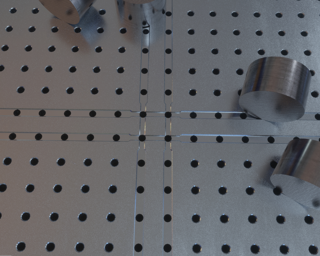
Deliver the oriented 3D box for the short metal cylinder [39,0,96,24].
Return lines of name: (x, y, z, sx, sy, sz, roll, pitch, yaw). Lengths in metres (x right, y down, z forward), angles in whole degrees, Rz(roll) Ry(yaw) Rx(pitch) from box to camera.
short metal cylinder: (-0.138, -0.201, 0.454, 0.080, 0.080, 0.050, 28, 73, 9)

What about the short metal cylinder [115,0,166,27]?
short metal cylinder: (-0.030, -0.204, 0.473, 0.081, 0.050, 0.080, 0, 70, 0)

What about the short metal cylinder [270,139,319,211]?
short metal cylinder: (0.179, 0.056, 0.364, 0.080, 0.080, 0.050, 31, 73, 10)

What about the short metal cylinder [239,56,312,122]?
short metal cylinder: (0.149, -0.048, 0.402, 0.080, 0.080, 0.050, 18, 71, 6)
